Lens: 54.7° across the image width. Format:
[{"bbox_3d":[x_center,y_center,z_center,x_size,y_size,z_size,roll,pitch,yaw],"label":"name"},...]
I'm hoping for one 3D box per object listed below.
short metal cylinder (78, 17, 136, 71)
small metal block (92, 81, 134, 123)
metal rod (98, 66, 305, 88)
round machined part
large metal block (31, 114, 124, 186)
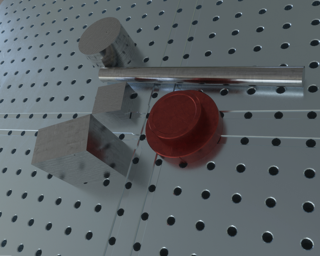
[{"bbox_3d":[-0.089,-0.139,0.522,0.080,0.050,0.080,-13,56,20],"label":"short metal cylinder"},{"bbox_3d":[-0.070,-0.039,0.467,0.050,0.025,0.050,-7,59,24],"label":"small metal block"},{"bbox_3d":[0.036,-0.073,0.432,0.300,0.025,0.025,6,65,30],"label":"metal rod"},{"bbox_3d":[0.025,-0.008,0.388,0.098,0.042,0.098,-13,56,20],"label":"round machined part"},{"bbox_3d":[-0.104,0.032,0.406,0.080,0.080,0.050,-15,56,20],"label":"large metal block"}]
